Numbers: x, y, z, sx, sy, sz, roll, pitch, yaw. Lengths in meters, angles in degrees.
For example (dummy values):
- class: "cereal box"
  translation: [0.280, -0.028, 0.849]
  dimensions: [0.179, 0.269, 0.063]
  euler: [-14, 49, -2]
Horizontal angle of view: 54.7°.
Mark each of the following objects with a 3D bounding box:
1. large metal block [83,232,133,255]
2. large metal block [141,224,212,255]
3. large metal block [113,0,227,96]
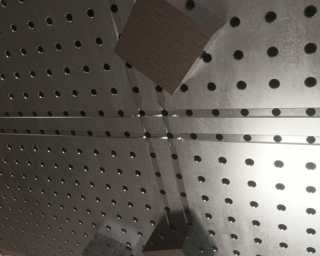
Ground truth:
- class: "large metal block"
  translation: [-0.102, 0.265, 0.610]
  dimensions: [0.080, 0.050, 0.079]
  euler: [18, 126, 17]
- class: "large metal block"
  translation: [0.031, 0.211, 0.508]
  dimensions: [0.080, 0.050, 0.080]
  euler: [-21, 108, 35]
- class: "large metal block"
  translation: [0.009, -0.096, 0.330]
  dimensions: [0.080, 0.050, 0.080]
  euler: [37, 129, 3]
